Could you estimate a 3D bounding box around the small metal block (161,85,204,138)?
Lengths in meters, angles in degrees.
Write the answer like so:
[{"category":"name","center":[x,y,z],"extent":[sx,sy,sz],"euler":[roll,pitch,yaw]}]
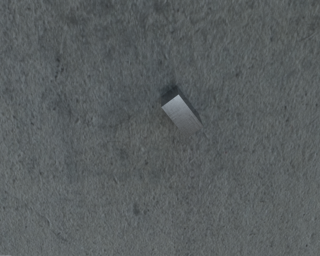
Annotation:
[{"category":"small metal block","center":[0.027,-0.022,0.389],"extent":[0.025,0.050,0.050],"euler":[-36,106,12]}]
